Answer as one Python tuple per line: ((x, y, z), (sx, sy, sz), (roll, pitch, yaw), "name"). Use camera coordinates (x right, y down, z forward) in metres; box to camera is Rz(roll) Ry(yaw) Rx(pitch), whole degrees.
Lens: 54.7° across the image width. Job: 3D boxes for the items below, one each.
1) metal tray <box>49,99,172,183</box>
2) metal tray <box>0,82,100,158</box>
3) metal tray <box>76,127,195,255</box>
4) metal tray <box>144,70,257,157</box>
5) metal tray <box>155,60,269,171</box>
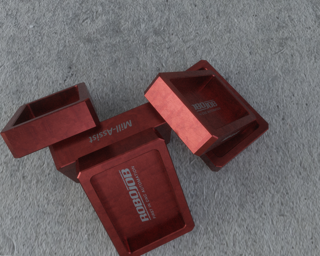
((-0.052, 0.019, 0.367), (0.131, 0.090, 0.030), (-23, 72, -9), "metal tray")
((-0.123, -0.016, 0.363), (0.091, 0.130, 0.030), (-23, 111, -9), "metal tray")
((-0.023, 0.074, 0.335), (0.091, 0.030, 0.129), (-23, 117, -8), "metal tray")
((0.053, -0.025, 0.360), (0.090, 0.030, 0.131), (50, 33, 15), "metal tray")
((0.066, -0.019, 0.414), (0.090, 0.030, 0.130), (-37, 74, -13), "metal tray")
